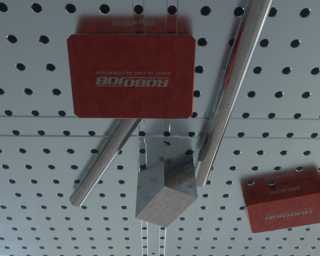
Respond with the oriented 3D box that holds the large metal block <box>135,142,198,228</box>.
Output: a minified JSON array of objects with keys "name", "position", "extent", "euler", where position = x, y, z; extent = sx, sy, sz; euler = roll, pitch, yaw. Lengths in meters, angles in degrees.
[{"name":"large metal block","position":[0.007,0.082,0.446],"extent":[0.050,0.080,0.080],"euler":[24,126,-19]}]

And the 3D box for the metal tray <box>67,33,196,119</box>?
[{"name":"metal tray","position":[-0.029,-0.057,0.341],"extent":[0.131,0.030,0.089],"euler":[0,111,-1]}]

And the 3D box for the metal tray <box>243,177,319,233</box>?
[{"name":"metal tray","position":[0.214,0.133,0.525],"extent":[0.131,0.030,0.090],"euler":[-13,129,10]}]

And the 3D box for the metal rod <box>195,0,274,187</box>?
[{"name":"metal rod","position":[0.081,-0.031,0.386],"extent":[0.025,0.025,0.298],"euler":[6,130,-6]}]

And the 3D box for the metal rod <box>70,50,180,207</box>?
[{"name":"metal rod","position":[-0.062,0.020,0.427],"extent":[0.025,0.025,0.298],"euler":[24,126,-19]}]
